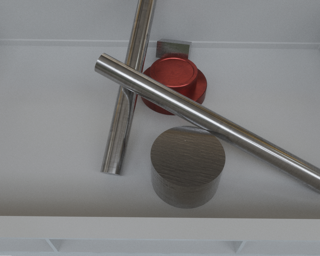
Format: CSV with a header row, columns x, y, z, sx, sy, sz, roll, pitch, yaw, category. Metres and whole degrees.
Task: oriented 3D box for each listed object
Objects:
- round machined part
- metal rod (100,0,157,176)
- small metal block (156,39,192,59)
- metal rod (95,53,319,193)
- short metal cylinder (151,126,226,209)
x,y,z,sx,sy,sz,roll,pitch,yaw,category
0.019,-0.068,0.452,0.099,0.042,0.098,0,50,0,round machined part
-0.032,-0.088,0.401,0.025,0.025,0.299,8,75,6,metal rod
0.023,-0.126,0.498,0.050,0.025,0.050,8,21,6,small metal block
0.061,-0.006,0.361,0.301,0.025,0.025,29,54,3,metal rod
0.030,0.044,0.352,0.081,0.050,0.080,0,50,0,short metal cylinder
